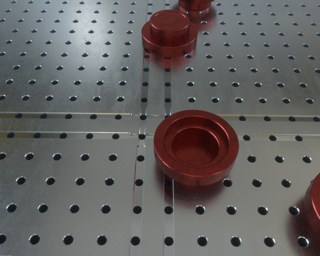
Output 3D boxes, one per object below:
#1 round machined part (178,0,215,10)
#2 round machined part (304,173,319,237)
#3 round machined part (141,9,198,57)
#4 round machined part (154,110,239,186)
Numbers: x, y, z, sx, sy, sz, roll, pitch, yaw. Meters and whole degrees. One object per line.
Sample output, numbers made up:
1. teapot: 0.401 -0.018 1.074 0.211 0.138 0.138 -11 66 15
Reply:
1. round machined part: 0.072 -0.276 0.629 0.099 0.042 0.098 0 50 0
2. round machined part: 0.201 0.091 0.323 0.099 0.042 0.098 0 50 0
3. round machined part: 0.017 -0.170 0.540 0.099 0.042 0.098 0 50 0
4. round machined part: 0.042 0.027 0.374 0.099 0.042 0.098 0 50 0
